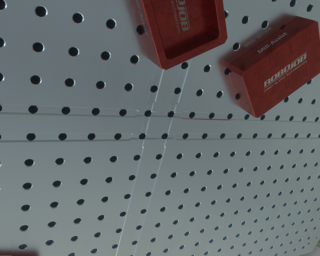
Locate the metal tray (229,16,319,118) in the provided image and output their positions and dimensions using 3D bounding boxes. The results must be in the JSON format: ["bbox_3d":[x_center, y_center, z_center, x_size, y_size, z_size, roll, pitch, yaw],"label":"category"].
[{"bbox_3d":[0.170,-0.086,0.447,0.130,0.030,0.090,-36,129,-5],"label":"metal tray"}]

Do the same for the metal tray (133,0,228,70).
[{"bbox_3d":[0.020,-0.139,0.332,0.090,0.030,0.129,-27,128,-12],"label":"metal tray"}]
